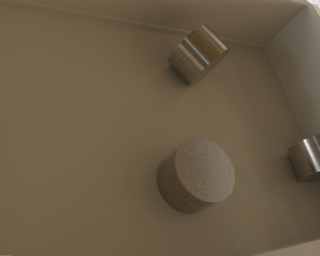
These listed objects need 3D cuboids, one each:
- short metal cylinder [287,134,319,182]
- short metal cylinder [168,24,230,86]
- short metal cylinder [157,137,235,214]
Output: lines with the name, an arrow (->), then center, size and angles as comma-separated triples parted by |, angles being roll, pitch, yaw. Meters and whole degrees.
short metal cylinder -> 0.244, 0.046, 0.473 | 0.081, 0.080, 0.050 | 1, 62, -28
short metal cylinder -> 0.059, -0.109, 0.468 | 0.050, 0.080, 0.080 | 48, 51, 5
short metal cylinder -> 0.043, 0.058, 0.377 | 0.081, 0.050, 0.080 | 14, 56, -21
